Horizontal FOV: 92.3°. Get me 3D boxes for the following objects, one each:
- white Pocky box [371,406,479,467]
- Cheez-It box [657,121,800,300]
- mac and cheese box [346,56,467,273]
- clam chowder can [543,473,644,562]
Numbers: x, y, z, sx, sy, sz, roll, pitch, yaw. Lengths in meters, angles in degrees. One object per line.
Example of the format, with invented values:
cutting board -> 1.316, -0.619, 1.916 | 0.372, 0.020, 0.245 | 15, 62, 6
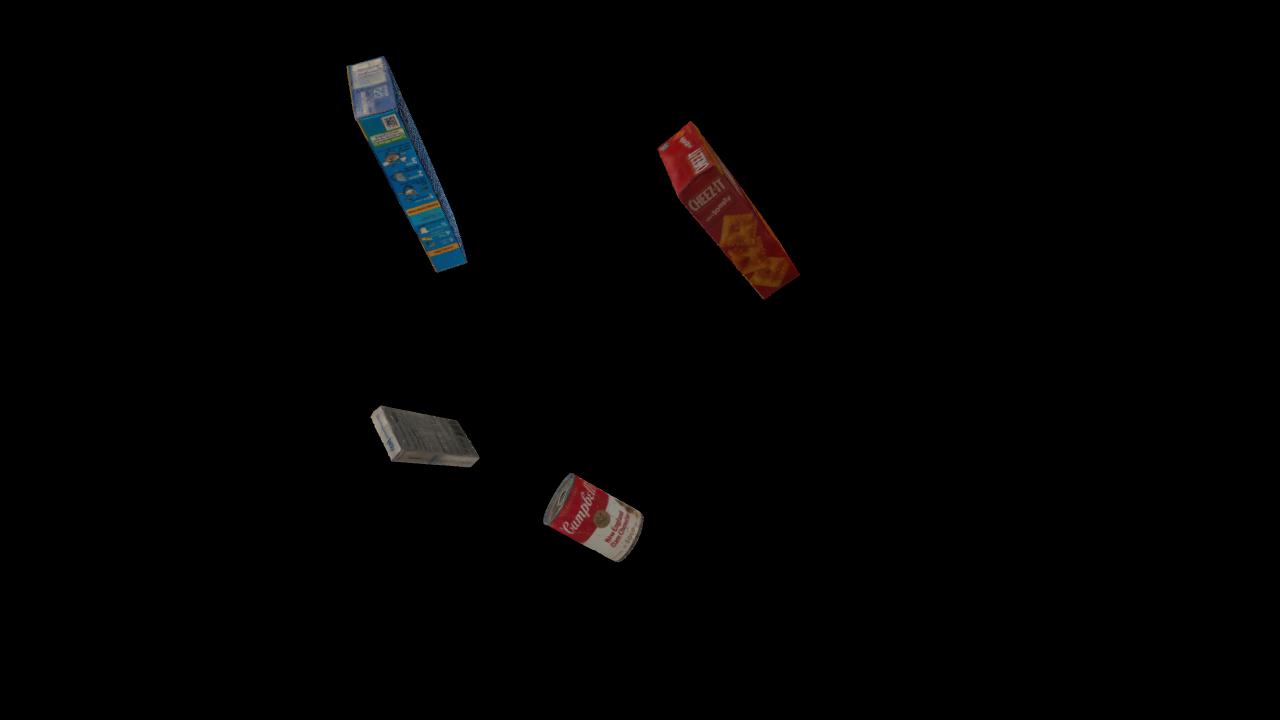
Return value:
white Pocky box -> -0.309, 0.114, 0.895 | 0.028, 0.084, 0.154 | -45, -28, 11
Cheez-It box -> 0.124, -0.212, 0.879 | 0.071, 0.166, 0.223 | -36, -54, 18
mac and cheese box -> -0.220, -0.181, 0.594 | 0.041, 0.093, 0.184 | -21, -34, -9
clam chowder can -> -0.055, 0.189, 0.737 | 0.102, 0.068, 0.068 | 32, -8, -13
